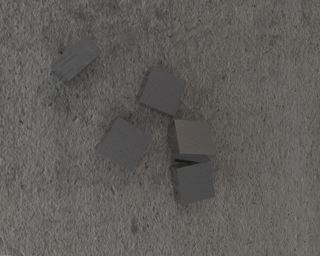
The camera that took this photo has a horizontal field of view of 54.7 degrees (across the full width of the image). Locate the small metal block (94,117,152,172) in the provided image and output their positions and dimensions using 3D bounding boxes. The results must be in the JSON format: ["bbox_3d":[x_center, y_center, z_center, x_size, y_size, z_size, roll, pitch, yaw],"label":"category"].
[{"bbox_3d":[-0.047,0.020,0.392,0.050,0.025,0.050,33,79,-17],"label":"small metal block"}]

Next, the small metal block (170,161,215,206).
[{"bbox_3d":[0.045,0.073,0.425,0.050,0.025,0.050,-9,93,-20],"label":"small metal block"}]

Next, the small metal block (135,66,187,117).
[{"bbox_3d":[0.001,-0.047,0.409,0.050,0.025,0.050,22,83,-19],"label":"small metal block"}]

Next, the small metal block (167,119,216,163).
[{"bbox_3d":[0.041,0.018,0.412,0.050,0.025,0.050,4,58,-20],"label":"small metal block"}]

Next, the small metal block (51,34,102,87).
[{"bbox_3d":[-0.098,-0.077,0.359,0.050,0.050,0.025,-46,105,-14],"label":"small metal block"}]
